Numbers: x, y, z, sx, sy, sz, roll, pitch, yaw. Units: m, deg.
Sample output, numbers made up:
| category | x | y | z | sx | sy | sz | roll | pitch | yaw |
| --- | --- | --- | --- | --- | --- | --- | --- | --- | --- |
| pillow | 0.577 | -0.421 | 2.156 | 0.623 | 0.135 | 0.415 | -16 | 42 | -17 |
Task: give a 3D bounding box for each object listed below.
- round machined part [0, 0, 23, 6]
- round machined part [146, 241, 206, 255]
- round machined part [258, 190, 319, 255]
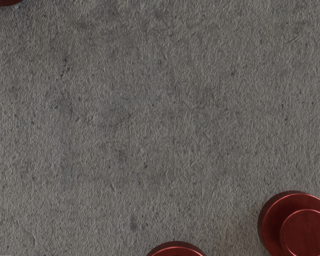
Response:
| category | x | y | z | sx | sy | sz | roll | pitch | yaw |
| --- | --- | --- | --- | --- | --- | --- | --- | --- | --- |
| round machined part | -0.203 | -0.205 | 0.400 | 0.099 | 0.042 | 0.097 | 0 | 90 | 0 |
| round machined part | 0.021 | 0.195 | 0.402 | 0.099 | 0.042 | 0.097 | 0 | 90 | 0 |
| round machined part | 0.182 | 0.134 | 0.403 | 0.099 | 0.042 | 0.097 | 0 | 90 | 0 |
